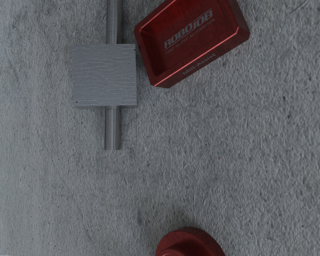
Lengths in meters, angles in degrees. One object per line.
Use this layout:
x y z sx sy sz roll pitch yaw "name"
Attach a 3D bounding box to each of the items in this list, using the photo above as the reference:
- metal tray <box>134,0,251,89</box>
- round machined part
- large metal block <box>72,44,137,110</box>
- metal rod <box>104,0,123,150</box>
0.032 -0.116 0.375 0.130 0.030 0.090 -28 73 36 "metal tray"
0.030 0.172 0.369 0.098 0.042 0.097 0 90 40 "round machined part"
-0.073 -0.068 0.422 0.081 0.050 0.080 -2 89 -4 "large metal block"
-0.069 -0.117 0.461 0.025 0.025 0.298 2 91 40 "metal rod"
